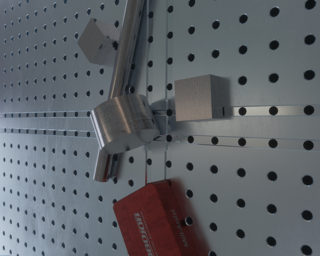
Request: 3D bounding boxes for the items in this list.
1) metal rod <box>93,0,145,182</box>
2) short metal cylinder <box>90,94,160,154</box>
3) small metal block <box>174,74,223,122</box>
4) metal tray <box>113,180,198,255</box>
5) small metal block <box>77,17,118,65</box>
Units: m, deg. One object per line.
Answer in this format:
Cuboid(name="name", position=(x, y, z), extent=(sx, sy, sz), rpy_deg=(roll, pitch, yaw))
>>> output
Cuboid(name="metal rod", position=(-0.061, -0.063, 0.459), extent=(0.025, 0.025, 0.298), rpy_deg=(21, 103, 38))
Cuboid(name="short metal cylinder", position=(-0.046, -0.004, 0.412), extent=(0.080, 0.081, 0.050), rpy_deg=(-32, 70, 35))
Cuboid(name="small metal block", position=(0.046, -0.034, 0.372), extent=(0.050, 0.025, 0.050), rpy_deg=(-4, 88, 40))
Cuboid(name="metal tray", position=(-0.006, 0.146, 0.411), extent=(0.090, 0.030, 0.130), rpy_deg=(-35, 68, 34))
Cuboid(name="small metal block", position=(-0.100, -0.137, 0.492), extent=(0.050, 0.025, 0.050), rpy_deg=(-49, 61, 28))
